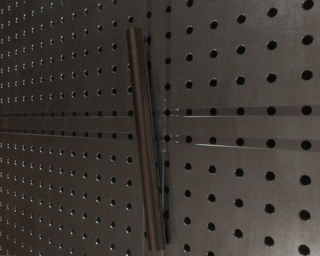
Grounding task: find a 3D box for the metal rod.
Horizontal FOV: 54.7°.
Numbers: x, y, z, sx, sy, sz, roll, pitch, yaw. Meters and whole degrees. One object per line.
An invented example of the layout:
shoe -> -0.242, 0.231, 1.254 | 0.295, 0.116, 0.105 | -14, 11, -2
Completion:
metal rod -> -0.019, 0.011, 0.423 | 0.025, 0.025, 0.298 | -10, 83, 39
